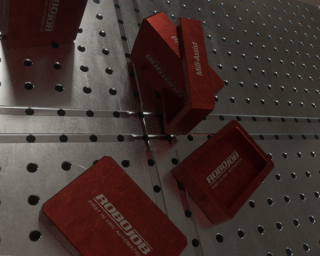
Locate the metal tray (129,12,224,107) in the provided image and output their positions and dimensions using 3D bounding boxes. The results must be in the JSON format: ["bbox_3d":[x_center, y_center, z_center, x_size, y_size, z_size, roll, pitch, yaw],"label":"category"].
[{"bbox_3d":[0.017,-0.079,0.423,0.030,0.090,0.130,-35,82,-28],"label":"metal tray"}]

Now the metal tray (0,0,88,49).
[{"bbox_3d":[-0.133,-0.151,0.362,0.091,0.129,0.030,-19,72,-36],"label":"metal tray"}]

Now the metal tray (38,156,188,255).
[{"bbox_3d":[-0.045,0.104,0.318,0.130,0.030,0.091,46,51,4],"label":"metal tray"}]

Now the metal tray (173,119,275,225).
[{"bbox_3d":[0.090,0.055,0.421,0.131,0.030,0.090,-34,81,-38],"label":"metal tray"}]

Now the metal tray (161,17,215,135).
[{"bbox_3d":[0.030,-0.066,0.407,0.030,0.090,0.130,3,66,-19],"label":"metal tray"}]
